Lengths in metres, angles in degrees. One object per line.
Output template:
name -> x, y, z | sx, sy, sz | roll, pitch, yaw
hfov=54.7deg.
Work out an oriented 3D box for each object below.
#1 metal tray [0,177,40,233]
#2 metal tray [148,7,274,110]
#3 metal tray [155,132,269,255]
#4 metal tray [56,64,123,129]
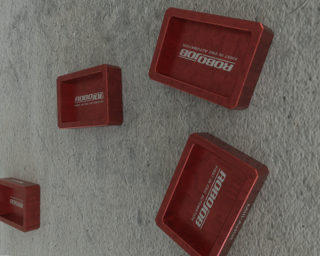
metal tray -> -0.299, 0.157, 0.648 | 0.130, 0.030, 0.089 | 2, 91, 40
metal tray -> 0.052, -0.083, 0.358 | 0.130, 0.030, 0.089 | 27, 107, 36
metal tray -> 0.054, 0.081, 0.356 | 0.090, 0.030, 0.129 | 32, 110, 35
metal tray -> -0.116, -0.046, 0.497 | 0.130, 0.030, 0.089 | -4, 88, 40
